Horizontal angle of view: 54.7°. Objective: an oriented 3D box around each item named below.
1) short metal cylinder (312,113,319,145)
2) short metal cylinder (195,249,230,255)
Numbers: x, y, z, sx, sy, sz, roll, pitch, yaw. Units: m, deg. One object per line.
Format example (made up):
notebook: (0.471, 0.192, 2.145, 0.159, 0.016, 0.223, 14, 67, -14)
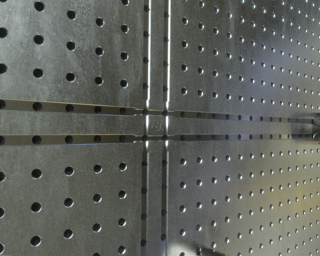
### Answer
short metal cylinder: (0.408, 0.002, 0.740, 0.081, 0.050, 0.079, 0, 90, -40)
short metal cylinder: (0.085, 0.230, 0.467, 0.081, 0.050, 0.079, 0, 90, -40)
